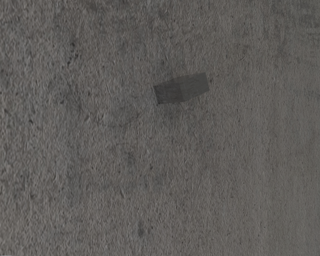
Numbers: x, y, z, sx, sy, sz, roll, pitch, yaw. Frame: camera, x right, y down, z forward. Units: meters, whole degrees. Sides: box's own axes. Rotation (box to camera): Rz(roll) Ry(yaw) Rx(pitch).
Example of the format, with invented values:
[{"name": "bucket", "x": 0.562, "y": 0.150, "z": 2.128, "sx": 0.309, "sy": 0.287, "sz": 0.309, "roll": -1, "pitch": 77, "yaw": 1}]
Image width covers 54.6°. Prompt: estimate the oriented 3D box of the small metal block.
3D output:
[{"name": "small metal block", "x": 0.028, "y": -0.053, "z": 0.411, "sx": 0.050, "sy": 0.050, "sz": 0.025, "roll": -27, "pitch": 107, "yaw": -37}]
